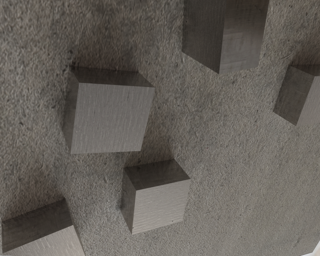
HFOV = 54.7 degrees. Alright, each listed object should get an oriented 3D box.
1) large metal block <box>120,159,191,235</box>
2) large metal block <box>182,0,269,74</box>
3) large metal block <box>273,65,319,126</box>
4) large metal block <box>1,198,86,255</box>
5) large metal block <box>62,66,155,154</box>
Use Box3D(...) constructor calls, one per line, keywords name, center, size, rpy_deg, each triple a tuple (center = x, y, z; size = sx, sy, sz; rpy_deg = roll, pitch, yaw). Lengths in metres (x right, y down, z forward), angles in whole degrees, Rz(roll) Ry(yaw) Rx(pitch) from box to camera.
Box3D(name="large metal block", center=(-0.009, 0.097, 0.446), size=(0.081, 0.050, 0.079), rpy_deg=(-7, 122, -25))
Box3D(name="large metal block", center=(0.067, -0.114, 0.337), size=(0.050, 0.080, 0.079), rpy_deg=(-14, 124, -21))
Box3D(name="large metal block", center=(0.237, -0.053, 0.486), size=(0.081, 0.050, 0.079), rpy_deg=(-7, 122, -25))
Box3D(name="large metal block", center=(-0.148, 0.150, 0.403), size=(0.081, 0.050, 0.079), rpy_deg=(-19, 126, -18))
Box3D(name="large metal block", center=(-0.060, -0.020, 0.346), size=(0.081, 0.050, 0.079), rpy_deg=(0, 119, -28))
